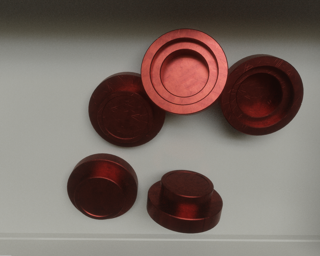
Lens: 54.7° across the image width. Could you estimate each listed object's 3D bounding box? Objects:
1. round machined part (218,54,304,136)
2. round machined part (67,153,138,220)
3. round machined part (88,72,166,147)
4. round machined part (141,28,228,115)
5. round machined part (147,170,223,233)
[{"bbox_3d":[0.121,-0.043,0.387,0.099,0.042,0.097,0,110,0],"label":"round machined part"},{"bbox_3d":[-0.081,0.088,0.434,0.099,0.042,0.097,0,110,0],"label":"round machined part"},{"bbox_3d":[-0.042,-0.019,0.395,0.099,0.042,0.097,0,110,0],"label":"round machined part"},{"bbox_3d":[0.030,-0.063,0.367,0.098,0.042,0.097,0,88,8],"label":"round machined part"},{"bbox_3d":[0.033,0.089,0.405,0.099,0.098,0.042,5,110,-2],"label":"round machined part"}]
